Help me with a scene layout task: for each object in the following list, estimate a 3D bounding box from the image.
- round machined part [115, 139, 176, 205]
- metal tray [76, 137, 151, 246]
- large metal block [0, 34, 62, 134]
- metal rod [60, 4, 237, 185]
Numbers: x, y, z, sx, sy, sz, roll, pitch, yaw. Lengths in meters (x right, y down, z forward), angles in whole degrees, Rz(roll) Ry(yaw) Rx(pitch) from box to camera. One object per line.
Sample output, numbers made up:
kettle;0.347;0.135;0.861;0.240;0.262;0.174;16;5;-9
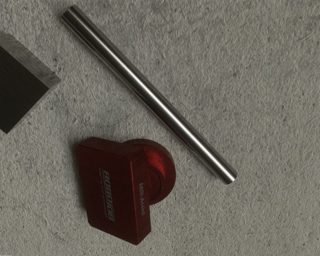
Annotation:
round machined part;-0.027;0.067;0.425;0.099;0.042;0.097;0;110;-1
metal tray;-0.060;0.083;0.412;0.090;0.030;0.129;10;115;31
large metal block;-0.183;-0.054;0.374;0.080;0.050;0.080;-43;105;14
metal rod;-0.004;-0.032;0.397;0.025;0.025;0.300;-41;106;13
